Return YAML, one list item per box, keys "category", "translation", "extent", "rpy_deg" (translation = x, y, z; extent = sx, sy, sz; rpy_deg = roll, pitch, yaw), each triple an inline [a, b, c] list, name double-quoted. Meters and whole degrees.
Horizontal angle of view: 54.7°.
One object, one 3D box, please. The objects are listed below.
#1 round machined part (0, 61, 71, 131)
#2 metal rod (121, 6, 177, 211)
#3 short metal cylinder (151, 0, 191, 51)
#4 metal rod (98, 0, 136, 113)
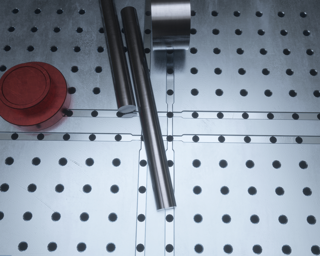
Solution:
- category: "round machined part"
  translation: [-0.175, -0.049, 0.419]
  extent: [0.099, 0.042, 0.098]
  rpy_deg: [0, 70, 0]
- category: "metal rod"
  translation: [-0.020, -0.040, 0.426]
  extent: [0.025, 0.025, 0.299]
  rpy_deg: [-10, 70, -4]
- category: "short metal cylinder"
  translation: [0.014, -0.151, 0.438]
  extent: [0.050, 0.080, 0.080]
  rpy_deg: [-2, 70, -1]
- category: "metal rod"
  translation: [-0.075, -0.163, 0.470]
  extent: [0.025, 0.025, 0.299]
  rpy_deg: [-11, 70, -4]
